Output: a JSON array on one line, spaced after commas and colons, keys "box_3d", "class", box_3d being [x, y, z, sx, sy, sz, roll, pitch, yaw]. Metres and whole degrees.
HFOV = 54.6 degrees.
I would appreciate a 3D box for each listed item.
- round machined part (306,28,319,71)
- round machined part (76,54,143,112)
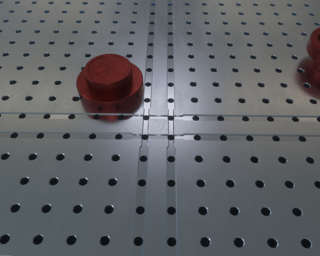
[{"box_3d": [0.286, -0.120, 0.499, 0.099, 0.042, 0.098, 0, 50, 0], "class": "round machined part"}, {"box_3d": [-0.074, -0.073, 0.458, 0.099, 0.042, 0.098, 0, 50, 0], "class": "round machined part"}]
